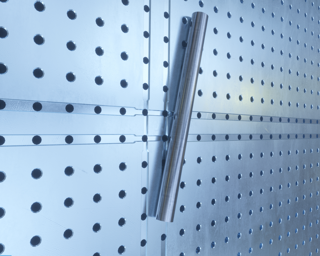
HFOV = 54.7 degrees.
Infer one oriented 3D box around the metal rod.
[{"bbox_3d":[0.033,-0.021,0.438,0.025,0.025,0.299,18,79,-39],"label":"metal rod"}]
